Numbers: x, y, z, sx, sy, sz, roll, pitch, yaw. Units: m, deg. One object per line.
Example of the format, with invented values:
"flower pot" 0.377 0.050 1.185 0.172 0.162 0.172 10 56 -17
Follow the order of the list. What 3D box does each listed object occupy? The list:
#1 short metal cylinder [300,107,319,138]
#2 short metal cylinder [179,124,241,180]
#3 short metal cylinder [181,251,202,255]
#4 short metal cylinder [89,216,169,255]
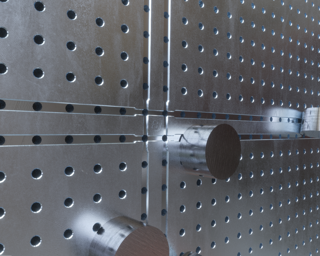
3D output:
"short metal cylinder" 0.351 -0.009 0.672 0.080 0.080 0.050 18 79 -39
"short metal cylinder" 0.075 0.033 0.459 0.081 0.050 0.079 0 91 -40
"short metal cylinder" 0.040 0.214 0.410 0.050 0.080 0.079 -21 104 -38
"short metal cylinder" -0.036 0.150 0.365 0.081 0.050 0.079 0 90 -40
